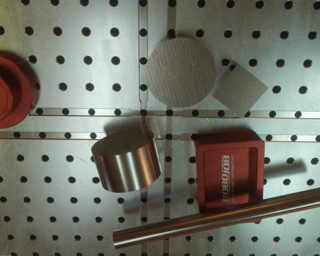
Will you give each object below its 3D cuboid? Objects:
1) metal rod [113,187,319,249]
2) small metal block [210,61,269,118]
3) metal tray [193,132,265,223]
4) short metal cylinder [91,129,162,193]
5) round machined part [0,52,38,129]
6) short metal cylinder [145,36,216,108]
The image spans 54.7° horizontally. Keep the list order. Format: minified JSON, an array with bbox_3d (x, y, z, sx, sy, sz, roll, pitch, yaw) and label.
[{"bbox_3d":[0.083,0.124,0.427,0.301,0.025,0.025,-13,110,4],"label":"metal rod"},{"bbox_3d":[0.100,-0.049,0.396,0.050,0.025,0.050,35,106,-12],"label":"small metal block"},{"bbox_3d":[0.097,0.074,0.438,0.091,0.030,0.129,-5,110,1],"label":"metal tray"},{"bbox_3d":[-0.042,0.040,0.398,0.080,0.080,0.050,-11,110,4],"label":"short metal cylinder"},{"bbox_3d":[-0.209,-0.044,0.386,0.099,0.042,0.097,0,110,0],"label":"round machined part"},{"bbox_3d":[0.024,-0.070,0.374,0.081,0.050,0.079,0,110,0],"label":"short metal cylinder"}]
